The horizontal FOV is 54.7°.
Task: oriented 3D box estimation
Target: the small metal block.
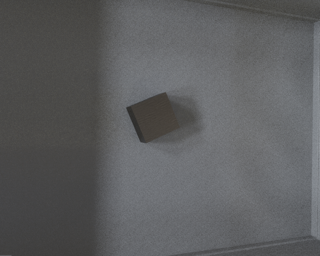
[{"bbox_3d":[-0.009,-0.014,0.404,0.050,0.025,0.050,-25,99,-19],"label":"small metal block"}]
